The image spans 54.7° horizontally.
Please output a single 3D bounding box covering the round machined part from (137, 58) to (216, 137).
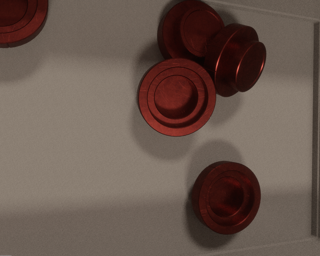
[{"bbox_3d":[0.019,-0.040,0.401,0.099,0.042,0.097,-2,101,-9],"label":"round machined part"}]

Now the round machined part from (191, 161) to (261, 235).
[{"bbox_3d":[0.088,0.095,0.436,0.099,0.042,0.097,0,90,-21],"label":"round machined part"}]

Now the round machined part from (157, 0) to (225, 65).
[{"bbox_3d":[0.049,-0.125,0.421,0.099,0.042,0.097,0,90,-21],"label":"round machined part"}]

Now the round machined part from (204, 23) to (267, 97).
[{"bbox_3d":[0.106,-0.087,0.416,0.099,0.042,0.097,-28,133,-34],"label":"round machined part"}]

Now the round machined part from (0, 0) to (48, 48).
[{"bbox_3d":[-0.174,-0.135,0.337,0.099,0.042,0.097,0,90,-21],"label":"round machined part"}]
